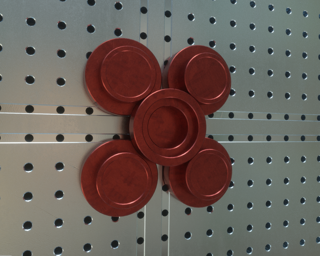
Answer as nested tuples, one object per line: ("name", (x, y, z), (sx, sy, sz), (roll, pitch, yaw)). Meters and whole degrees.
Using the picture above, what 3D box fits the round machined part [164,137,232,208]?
("round machined part", (0.058, 0.061, 0.426), (0.099, 0.042, 0.097), (0, 90, -21))

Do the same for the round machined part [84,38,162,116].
("round machined part", (-0.043, -0.064, 0.388), (0.099, 0.042, 0.097), (0, 90, -21))

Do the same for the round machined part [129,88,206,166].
("round machined part", (0.007, -0.001, 0.405), (0.099, 0.042, 0.097), (0, 90, -21))

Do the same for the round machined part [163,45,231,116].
("round machined part", (0.056, -0.065, 0.425), (0.099, 0.042, 0.097), (0, 90, -21))

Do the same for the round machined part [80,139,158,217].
("round machined part", (-0.048, 0.063, 0.387), (0.099, 0.042, 0.097), (0, 90, -21))
